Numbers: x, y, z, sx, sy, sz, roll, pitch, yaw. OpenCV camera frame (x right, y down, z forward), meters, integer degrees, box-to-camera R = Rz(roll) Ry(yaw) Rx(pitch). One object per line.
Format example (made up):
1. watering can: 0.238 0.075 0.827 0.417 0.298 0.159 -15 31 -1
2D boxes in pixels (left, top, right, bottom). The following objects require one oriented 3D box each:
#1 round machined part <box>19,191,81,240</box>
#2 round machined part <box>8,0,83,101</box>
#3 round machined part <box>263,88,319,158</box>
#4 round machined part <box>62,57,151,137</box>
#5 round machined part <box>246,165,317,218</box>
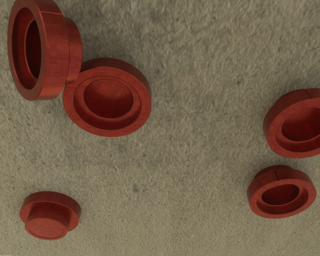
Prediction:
1. round machined part: -0.187 0.154 0.525 0.099 0.042 0.097 -1 130 0
2. round machined part: -0.112 -0.077 0.305 0.042 0.098 0.097 -9 142 -42
3. round machined part: 0.179 -0.010 0.390 0.099 0.042 0.097 -1 130 0
4. round machined part: -0.059 -0.039 0.362 0.099 0.042 0.097 -1 130 0
5. round machined part: 0.184 0.095 0.480 0.099 0.042 0.097 -1 130 0
